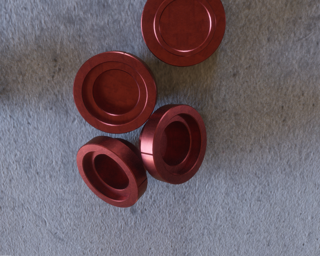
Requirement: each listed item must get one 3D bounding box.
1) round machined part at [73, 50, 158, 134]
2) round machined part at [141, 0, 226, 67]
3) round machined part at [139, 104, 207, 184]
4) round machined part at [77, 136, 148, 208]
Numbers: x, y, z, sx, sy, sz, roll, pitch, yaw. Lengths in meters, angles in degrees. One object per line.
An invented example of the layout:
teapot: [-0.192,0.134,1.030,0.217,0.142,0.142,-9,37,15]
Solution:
round machined part: [-0.052,-0.045,0.380,0.099,0.042,0.097,1,107,3]
round machined part: [0.027,-0.119,0.357,0.099,0.042,0.097,0,110,-1]
round machined part: [0.012,0.019,0.389,0.042,0.099,0.097,6,118,45]
round machined part: [-0.057,0.052,0.403,0.098,0.042,0.097,18,127,25]
